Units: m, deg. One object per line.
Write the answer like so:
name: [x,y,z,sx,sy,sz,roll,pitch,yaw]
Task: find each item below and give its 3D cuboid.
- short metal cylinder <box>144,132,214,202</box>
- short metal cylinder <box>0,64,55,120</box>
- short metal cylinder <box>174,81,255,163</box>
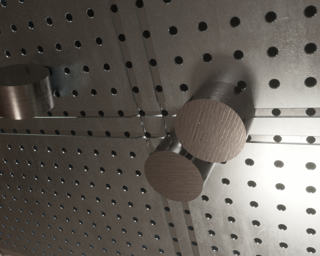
short metal cylinder: [0.026,0.051,0.411,0.080,0.050,0.079,13,124,20]
short metal cylinder: [-0.197,-0.054,0.443,0.080,0.080,0.050,15,125,19]
short metal cylinder: [0.063,-0.007,0.356,0.080,0.050,0.079,13,124,20]
